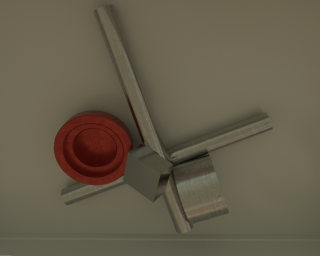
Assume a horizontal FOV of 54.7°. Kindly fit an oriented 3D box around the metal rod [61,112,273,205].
[{"bbox_3d":[0.004,0.045,0.426,0.301,0.025,0.025,-21,109,7],"label":"metal rod"}]

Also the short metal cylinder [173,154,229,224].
[{"bbox_3d":[0.054,0.081,0.411,0.050,0.080,0.080,-19,109,6],"label":"short metal cylinder"}]

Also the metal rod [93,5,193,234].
[{"bbox_3d":[-0.016,-0.001,0.390,0.025,0.025,0.298,-18,102,6],"label":"metal rod"}]

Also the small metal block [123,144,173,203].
[{"bbox_3d":[-0.016,0.056,0.386,0.050,0.025,0.050,31,129,23],"label":"small metal block"}]

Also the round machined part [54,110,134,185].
[{"bbox_3d":[-0.084,0.023,0.408,0.099,0.042,0.097,0,110,-1],"label":"round machined part"}]
